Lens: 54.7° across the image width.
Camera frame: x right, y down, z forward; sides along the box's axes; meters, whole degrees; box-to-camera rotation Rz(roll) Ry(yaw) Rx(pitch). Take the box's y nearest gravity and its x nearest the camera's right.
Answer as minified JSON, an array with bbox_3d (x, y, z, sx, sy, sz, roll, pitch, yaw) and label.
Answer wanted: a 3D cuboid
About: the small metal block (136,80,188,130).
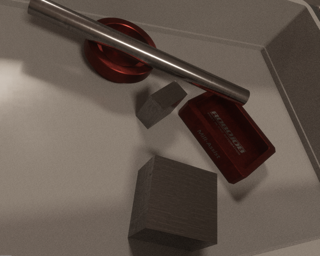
[{"bbox_3d":[0.002,-0.031,0.411,0.025,0.050,0.050,49,51,6],"label":"small metal block"}]

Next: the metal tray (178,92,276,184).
[{"bbox_3d":[0.099,0.005,0.454,0.091,0.030,0.130,-28,77,-38],"label":"metal tray"}]

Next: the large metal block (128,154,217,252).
[{"bbox_3d":[0.016,0.086,0.348,0.081,0.050,0.080,19,54,-18],"label":"large metal block"}]

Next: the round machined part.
[{"bbox_3d":[-0.056,-0.101,0.427,0.099,0.042,0.098,14,56,-21],"label":"round machined part"}]

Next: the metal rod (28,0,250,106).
[{"bbox_3d":[-0.013,-0.094,0.403,0.302,0.025,0.025,20,54,-17],"label":"metal rod"}]
